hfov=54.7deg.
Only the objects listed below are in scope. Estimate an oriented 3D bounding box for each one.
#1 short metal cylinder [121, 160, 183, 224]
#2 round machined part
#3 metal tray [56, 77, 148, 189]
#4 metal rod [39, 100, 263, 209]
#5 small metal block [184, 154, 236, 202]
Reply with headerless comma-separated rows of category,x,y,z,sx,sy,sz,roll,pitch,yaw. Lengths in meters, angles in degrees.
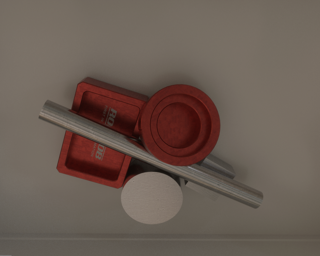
short metal cylinder,-0.011,0.084,0.426,0.081,0.050,0.079,0,110,-1
round machined part,0.021,-0.003,0.387,0.099,0.042,0.097,0,88,-14
metal tray,-0.075,0.009,0.408,0.091,0.030,0.129,17,109,-7
metal rod,-0.002,0.038,0.393,0.302,0.025,0.025,24,108,-12
small metal block,0.069,0.067,0.435,0.050,0.025,0.050,30,107,-11
